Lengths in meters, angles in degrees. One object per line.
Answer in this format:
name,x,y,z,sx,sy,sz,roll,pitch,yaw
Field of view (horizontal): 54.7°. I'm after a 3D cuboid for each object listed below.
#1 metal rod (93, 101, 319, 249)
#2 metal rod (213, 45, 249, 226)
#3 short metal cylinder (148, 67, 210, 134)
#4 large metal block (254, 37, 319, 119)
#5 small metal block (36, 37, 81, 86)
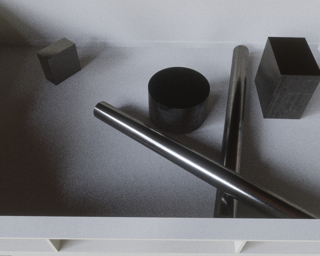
metal rod,0.033,0.036,0.350,0.300,0.025,0.025,28,55,30
metal rod,0.101,-0.015,0.418,0.025,0.025,0.300,10,51,8
short metal cylinder,0.025,-0.038,0.421,0.081,0.050,0.080,0,50,0
large metal block,0.172,-0.069,0.429,0.050,0.080,0.080,2,50,1
small metal block,-0.152,-0.101,0.472,0.025,0.050,0.050,33,57,24
